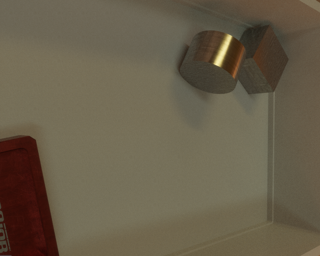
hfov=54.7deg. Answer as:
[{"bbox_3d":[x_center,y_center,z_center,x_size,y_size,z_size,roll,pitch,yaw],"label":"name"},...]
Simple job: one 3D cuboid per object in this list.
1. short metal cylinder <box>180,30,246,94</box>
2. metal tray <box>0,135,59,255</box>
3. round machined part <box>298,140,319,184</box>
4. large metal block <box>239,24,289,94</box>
[{"bbox_3d":[0.075,-0.090,0.436,0.080,0.080,0.050,35,68,-35],"label":"short metal cylinder"},{"bbox_3d":[-0.150,0.078,0.278,0.091,0.030,0.129,-14,99,-39],"label":"metal tray"},{"bbox_3d":[0.347,0.075,0.694,0.099,0.042,0.097,0,90,-40],"label":"round machined part"},{"bbox_3d":[0.171,-0.117,0.537,0.080,0.050,0.080,46,63,-31],"label":"large metal block"}]
